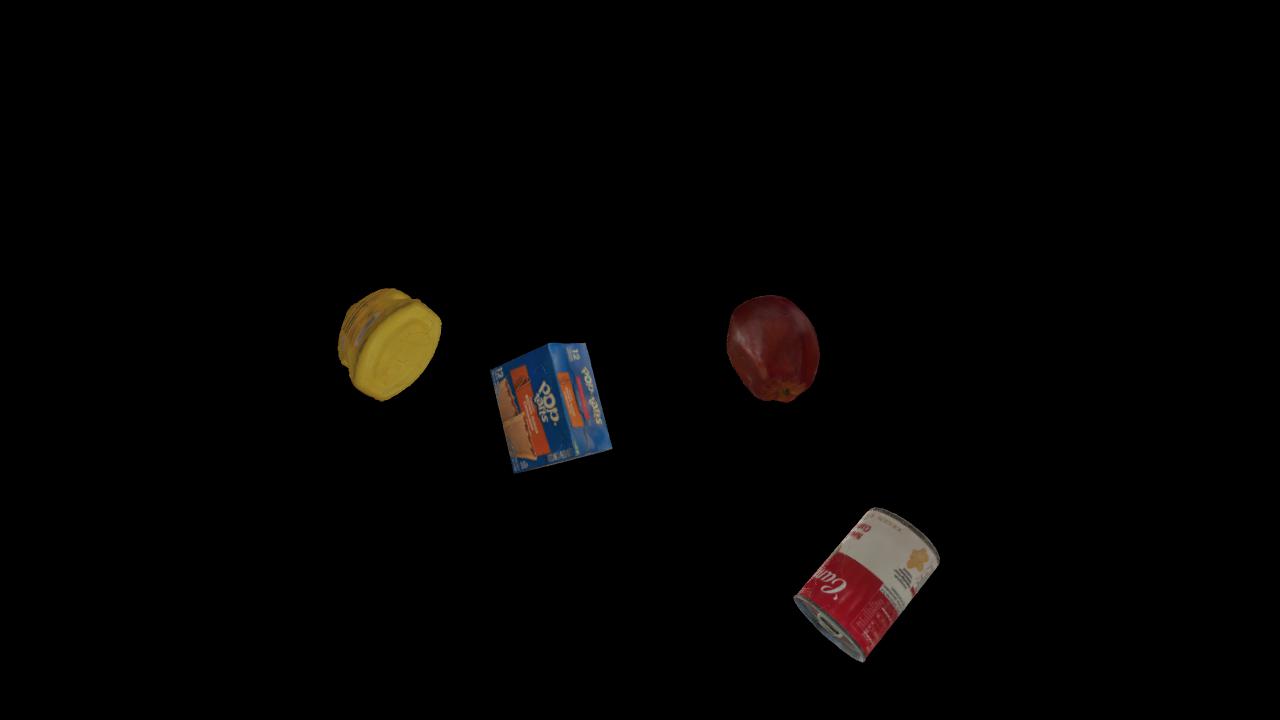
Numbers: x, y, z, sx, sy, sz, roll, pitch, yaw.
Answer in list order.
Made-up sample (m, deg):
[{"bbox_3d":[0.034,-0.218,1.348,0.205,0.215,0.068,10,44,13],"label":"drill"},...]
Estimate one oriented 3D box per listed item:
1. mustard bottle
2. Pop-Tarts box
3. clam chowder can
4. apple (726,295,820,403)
[{"bbox_3d":[-0.249,-0.027,0.587,0.054,0.092,0.184,31,-5,-35],"label":"mustard bottle"},{"bbox_3d":[-0.136,0.073,0.928,0.141,0.167,0.083,-20,-9,37],"label":"Pop-Tarts box"},{"bbox_3d":[0.183,0.178,0.496,0.102,0.068,0.068,-42,13,-15],"label":"clam chowder can"},{"bbox_3d":[0.115,-0.011,0.532,0.079,0.093,0.079,-8,-34,-5],"label":"apple"}]
